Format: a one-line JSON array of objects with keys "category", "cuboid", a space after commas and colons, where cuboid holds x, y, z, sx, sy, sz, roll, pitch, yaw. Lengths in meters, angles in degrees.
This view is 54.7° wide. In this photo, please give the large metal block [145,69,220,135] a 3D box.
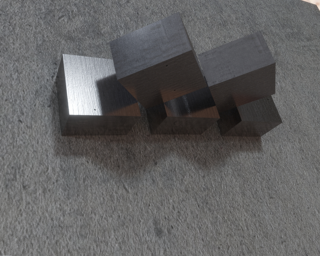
[{"category": "large metal block", "cuboid": [0.025, -0.037, 0.427, 0.081, 0.050, 0.080, 1, 62, -28]}]

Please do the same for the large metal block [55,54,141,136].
[{"category": "large metal block", "cuboid": [-0.077, -0.037, 0.372, 0.081, 0.050, 0.080, 0, 62, -29]}]

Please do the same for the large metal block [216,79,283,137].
[{"category": "large metal block", "cuboid": [0.130, -0.033, 0.482, 0.081, 0.050, 0.080, 1, 61, -28]}]

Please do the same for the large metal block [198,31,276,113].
[{"category": "large metal block", "cuboid": [0.103, -0.070, 0.409, 0.080, 0.080, 0.050, -19, 64, 12]}]

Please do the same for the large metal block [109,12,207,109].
[{"category": "large metal block", "cuboid": [0.001, -0.071, 0.351, 0.080, 0.080, 0.050, 45, 27, -63]}]
